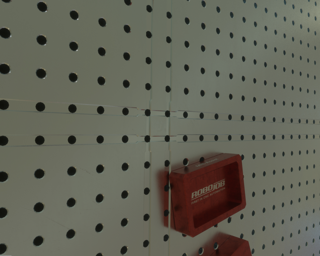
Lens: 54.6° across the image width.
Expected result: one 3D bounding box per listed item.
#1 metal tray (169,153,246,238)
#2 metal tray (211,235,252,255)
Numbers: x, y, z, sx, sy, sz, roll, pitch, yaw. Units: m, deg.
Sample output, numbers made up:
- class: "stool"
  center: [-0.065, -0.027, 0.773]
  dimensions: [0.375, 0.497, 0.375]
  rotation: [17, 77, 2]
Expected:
- class: "metal tray"
  center: [0.076, 0.096, 0.468]
  dimensions: [0.131, 0.030, 0.090]
  rotation: [-13, 98, -39]
- class: "metal tray"
  center: [0.119, 0.257, 0.505]
  dimensions: [0.091, 0.030, 0.129]
  rotation: [-26, 107, -37]
